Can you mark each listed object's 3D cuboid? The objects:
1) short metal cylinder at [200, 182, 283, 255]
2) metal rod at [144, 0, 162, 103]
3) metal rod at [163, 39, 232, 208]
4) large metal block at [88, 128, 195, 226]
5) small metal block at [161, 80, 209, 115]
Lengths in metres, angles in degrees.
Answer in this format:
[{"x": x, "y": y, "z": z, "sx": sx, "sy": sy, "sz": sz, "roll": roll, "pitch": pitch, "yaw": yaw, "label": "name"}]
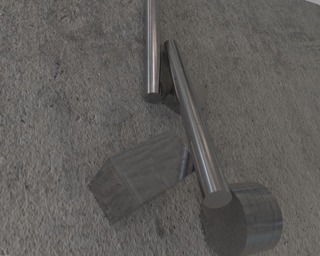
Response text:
[{"x": 0.090, "y": 0.103, "z": 0.354, "sx": 0.050, "sy": 0.080, "sz": 0.080, "roll": 1, "pitch": 61, "yaw": -28, "label": "short metal cylinder"}, {"x": -0.013, "y": -0.170, "z": 0.500, "sx": 0.025, "sy": 0.025, "sz": 0.299, "roll": 12, "pitch": 57, "yaw": -22, "label": "metal rod"}, {"x": 0.033, "y": -0.034, "z": 0.380, "sx": 0.025, "sy": 0.025, "sz": 0.300, "roll": 15, "pitch": 36, "yaw": -20, "label": "metal rod"}, {"x": -0.019, "y": 0.052, "z": 0.326, "sx": 0.081, "sy": 0.080, "sz": 0.050, "roll": -24, "pitch": 75, "yaw": -36, "label": "large metal block"}, {"x": 0.038, "y": -0.045, "z": 0.452, "sx": 0.050, "sy": 0.025, "sz": 0.050, "roll": 33, "pitch": 51, "yaw": -7, "label": "small metal block"}]
